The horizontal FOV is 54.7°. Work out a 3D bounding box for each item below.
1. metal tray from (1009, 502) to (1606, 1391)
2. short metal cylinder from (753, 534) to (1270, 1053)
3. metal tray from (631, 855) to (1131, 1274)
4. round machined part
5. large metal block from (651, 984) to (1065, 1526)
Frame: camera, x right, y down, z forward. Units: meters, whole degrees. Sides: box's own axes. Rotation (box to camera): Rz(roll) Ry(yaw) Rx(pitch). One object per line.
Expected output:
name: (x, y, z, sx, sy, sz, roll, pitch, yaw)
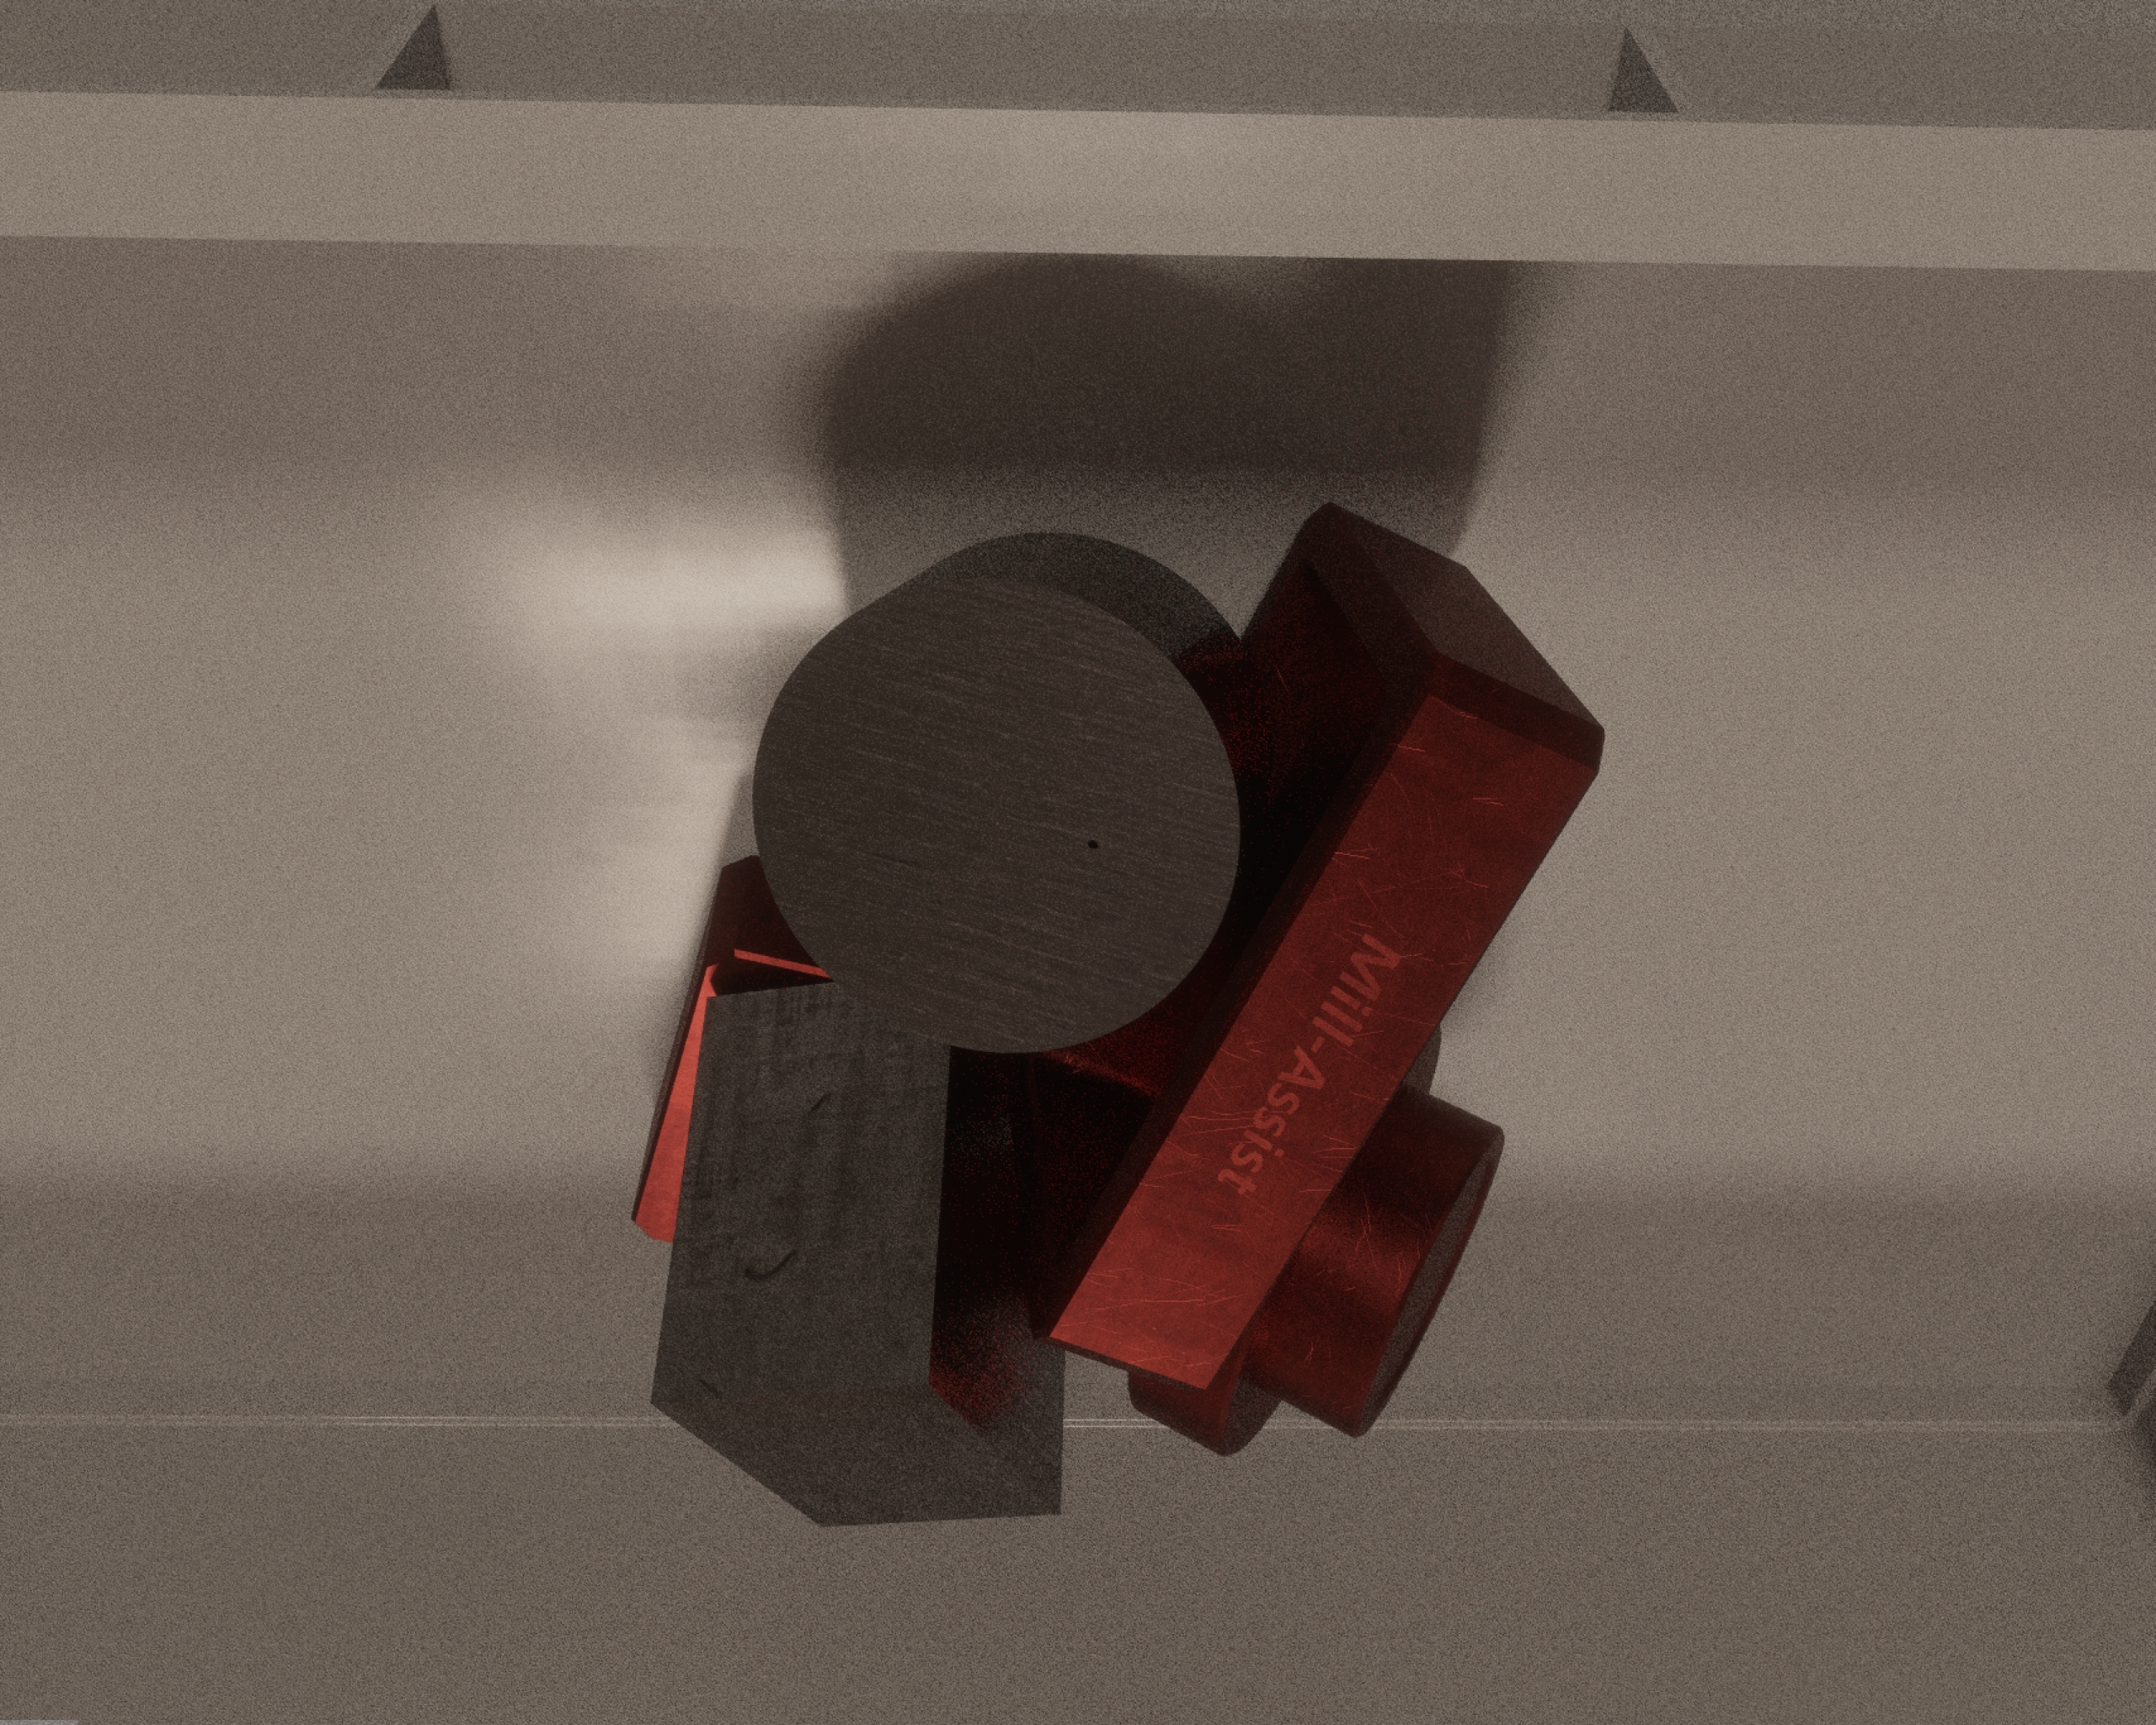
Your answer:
metal tray: (0.031, 0.012, 0.355, 0.030, 0.090, 0.129, 23, 111, -15)
short metal cylinder: (-0.009, -0.014, 0.359, 0.080, 0.050, 0.079, 3, 107, 10)
metal tray: (-0.022, 0.054, 0.448, 0.131, 0.030, 0.089, 13, 129, -12)
round machined part: (0.053, 0.076, 0.420, 0.042, 0.098, 0.097, 25, 133, 19)
large metal block: (-0.037, 0.077, 0.406, 0.050, 0.080, 0.080, -7, 146, 14)
